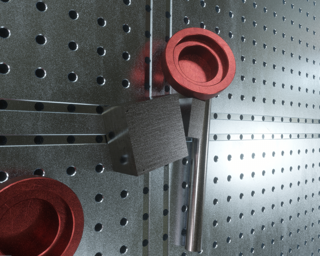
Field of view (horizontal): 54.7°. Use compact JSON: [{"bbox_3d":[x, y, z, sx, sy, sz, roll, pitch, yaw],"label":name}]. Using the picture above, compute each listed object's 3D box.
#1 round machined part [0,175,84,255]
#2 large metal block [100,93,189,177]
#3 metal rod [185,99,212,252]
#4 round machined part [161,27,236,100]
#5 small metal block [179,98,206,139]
[{"bbox_3d":[-0.126,0.093,0.292,0.099,0.042,0.097,0,90,-40],"label":"round machined part"},{"bbox_3d":[-0.017,0.005,0.378,0.081,0.050,0.079,-17,101,-39],"label":"large metal block"},{"bbox_3d":[0.059,0.027,0.458,0.025,0.025,0.298,7,85,-40],"label":"metal rod"},{"bbox_3d":[0.049,-0.083,0.421,0.099,0.042,0.098,5,71,-14],"label":"round machined part"},{"bbox_3d":[0.032,-0.012,0.419,0.025,0.050,0.050,12,84,-40],"label":"small metal block"}]
